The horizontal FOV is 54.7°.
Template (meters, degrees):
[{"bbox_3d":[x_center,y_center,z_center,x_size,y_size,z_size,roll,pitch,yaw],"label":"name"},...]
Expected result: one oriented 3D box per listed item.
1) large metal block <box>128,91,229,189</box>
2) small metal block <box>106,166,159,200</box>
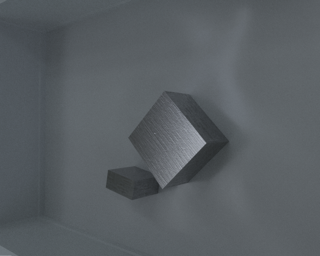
[{"bbox_3d":[0.020,0.014,0.372,0.080,0.050,0.080,-51,61,27],"label":"large metal block"},{"bbox_3d":[-0.036,0.073,0.418,0.050,0.050,0.025,14,99,39],"label":"small metal block"}]
